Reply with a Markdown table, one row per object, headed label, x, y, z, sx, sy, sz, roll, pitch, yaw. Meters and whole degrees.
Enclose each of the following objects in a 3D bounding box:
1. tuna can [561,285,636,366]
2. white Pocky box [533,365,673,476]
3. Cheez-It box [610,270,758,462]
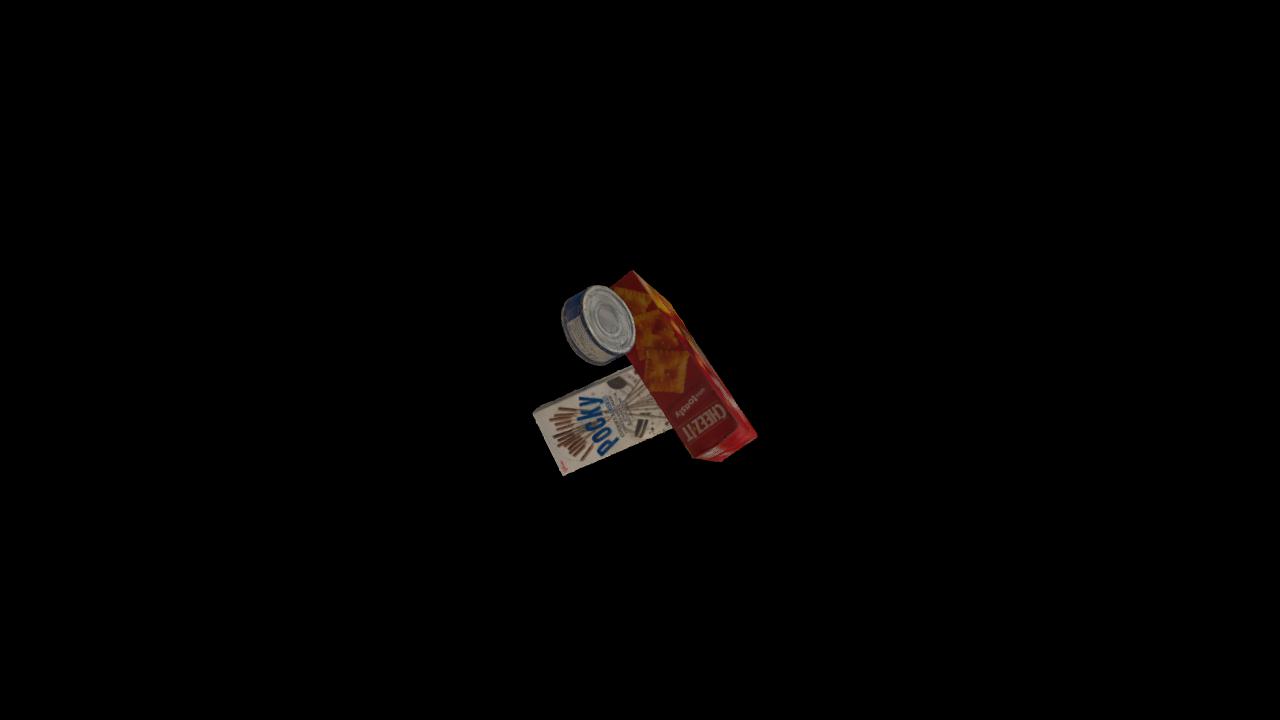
| label | x | y | z | sx | sy | sz | roll | pitch | yaw |
| --- | --- | --- | --- | --- | --- | --- | --- | --- | --- |
| tuna can | -0.043 | -0.039 | 0.668 | 0.034 | 0.084 | 0.084 | -26 | -16 | 36 |
| white Pocky box | -0.035 | 0.063 | 0.701 | 0.154 | 0.084 | 0.028 | -24 | 8 | 2 |
| Cheez-It box | 0.048 | 0.014 | 0.747 | 0.071 | 0.223 | 0.166 | -36 | -18 | 9 |
